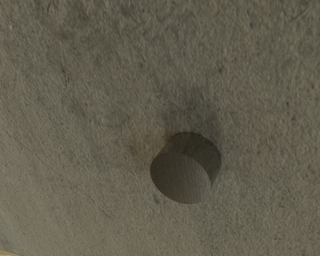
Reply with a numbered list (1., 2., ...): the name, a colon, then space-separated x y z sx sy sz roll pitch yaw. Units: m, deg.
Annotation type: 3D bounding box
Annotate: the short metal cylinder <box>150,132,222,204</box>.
1. short metal cylinder: 0.034 0.052 0.404 0.080 0.050 0.079 13 124 20
